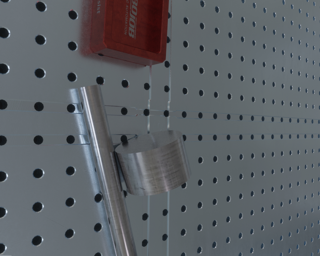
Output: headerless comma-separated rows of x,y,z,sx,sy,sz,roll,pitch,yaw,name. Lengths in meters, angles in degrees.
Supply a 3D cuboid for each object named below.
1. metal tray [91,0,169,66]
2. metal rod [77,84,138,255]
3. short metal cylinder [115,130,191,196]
-0.033,-0.149,0.377,0.091,0.030,0.129,5,87,-40,metal tray
-0.051,0.098,0.366,0.025,0.025,0.298,-18,102,-39,metal rod
-0.007,0.039,0.368,0.081,0.080,0.050,-23,105,-38,short metal cylinder
